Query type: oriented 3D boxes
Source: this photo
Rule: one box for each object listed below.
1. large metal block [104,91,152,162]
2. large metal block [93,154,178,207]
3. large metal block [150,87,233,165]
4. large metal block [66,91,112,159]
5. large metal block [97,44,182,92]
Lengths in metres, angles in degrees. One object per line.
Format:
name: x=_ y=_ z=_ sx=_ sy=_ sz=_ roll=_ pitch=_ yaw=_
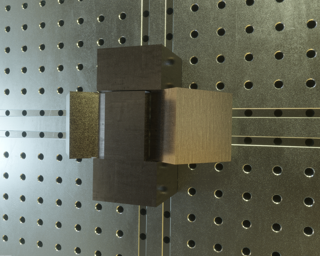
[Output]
large metal block: x=-0.027 y=-0.002 z=0.391 sx=0.050 sy=0.080 sz=0.079 roll=1 pitch=91 yaw=20
large metal block: x=-0.028 y=0.061 z=0.391 sx=0.080 sy=0.080 sz=0.050 roll=1 pitch=91 yaw=19
large metal block: x=0.037 y=-0.002 z=0.361 sx=0.050 sy=0.081 sz=0.079 roll=1 pitch=90 yaw=57
large metal block: x=-0.096 y=-0.004 z=0.409 sx=0.050 sy=0.080 sz=0.079 roll=0 pitch=91 yaw=-20
large metal block: x=-0.023 y=-0.068 z=0.389 sx=0.080 sy=0.080 sz=0.050 roll=1 pitch=91 yaw=19
